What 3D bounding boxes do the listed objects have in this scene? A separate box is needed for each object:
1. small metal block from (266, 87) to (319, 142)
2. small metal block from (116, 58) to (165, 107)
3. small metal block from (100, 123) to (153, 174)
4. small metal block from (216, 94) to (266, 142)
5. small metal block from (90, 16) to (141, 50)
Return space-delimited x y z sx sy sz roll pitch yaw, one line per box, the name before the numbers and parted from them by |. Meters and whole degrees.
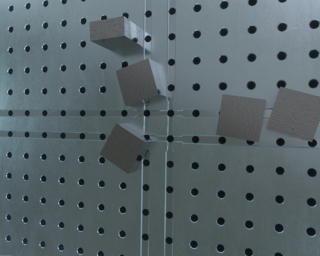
small metal block | 0.156 -0.016 0.357 0.050 0.025 0.050 19 96 19
small metal block | -0.027 -0.061 0.423 0.050 0.025 0.050 -17 84 19
small metal block | -0.047 0.027 0.430 0.050 0.025 0.050 32 100 17
small metal block | 0.099 -0.012 0.378 0.050 0.025 0.050 10 93 19
small metal block | -0.060 -0.127 0.421 0.050 0.050 0.025 -2 89 20
